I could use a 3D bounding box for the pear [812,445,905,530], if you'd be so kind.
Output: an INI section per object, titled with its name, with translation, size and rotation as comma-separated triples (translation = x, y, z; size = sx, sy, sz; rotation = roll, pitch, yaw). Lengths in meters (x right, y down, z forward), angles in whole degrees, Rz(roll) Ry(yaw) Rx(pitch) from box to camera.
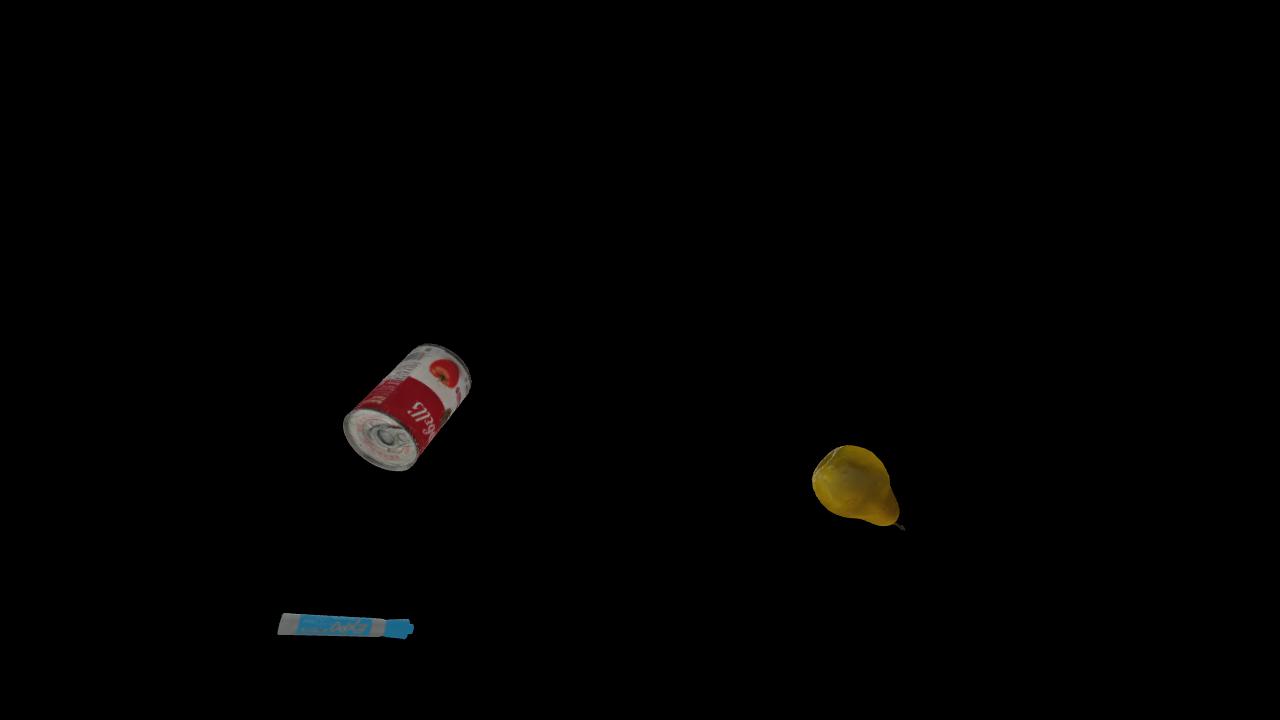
[pear]
translation = 0.235, 0.143, 0.639
size = 0.111, 0.080, 0.080
rotation = 43, 8, 9

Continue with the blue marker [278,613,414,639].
[blue marker]
translation = -0.283, 0.260, 0.599
size = 0.121, 0.020, 0.020
rotation = 16, -8, -28

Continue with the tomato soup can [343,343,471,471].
[tomato soup can]
translation = -0.202, 0.039, 0.544
size = 0.068, 0.068, 0.101
rotation = 0, 33, 16
